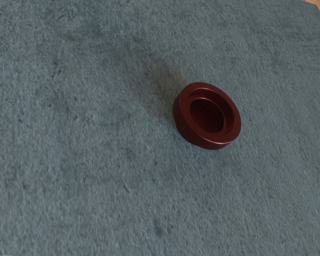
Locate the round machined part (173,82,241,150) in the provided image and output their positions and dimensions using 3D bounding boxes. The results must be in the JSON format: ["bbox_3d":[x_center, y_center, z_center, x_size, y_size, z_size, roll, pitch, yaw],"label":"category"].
[{"bbox_3d":[0.061,-0.013,0.436,0.099,0.042,0.098,14,56,-21],"label":"round machined part"}]
